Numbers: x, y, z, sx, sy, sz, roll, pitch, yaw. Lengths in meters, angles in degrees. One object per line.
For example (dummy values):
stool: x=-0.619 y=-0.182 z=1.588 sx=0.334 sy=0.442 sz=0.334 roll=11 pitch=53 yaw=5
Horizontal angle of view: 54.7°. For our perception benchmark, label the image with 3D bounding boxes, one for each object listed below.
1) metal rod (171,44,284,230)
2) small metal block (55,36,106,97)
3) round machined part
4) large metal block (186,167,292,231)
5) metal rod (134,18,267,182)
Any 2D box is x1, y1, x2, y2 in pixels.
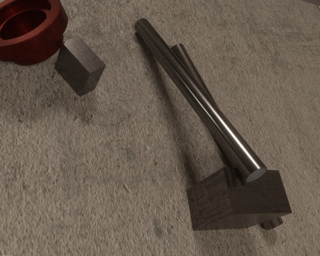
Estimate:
metal rod: x=0.089 y=0.001 z=0.452 sx=0.025 sy=0.025 sz=0.299 roll=-14 pitch=69 yaw=-34
small metal block: x=-0.099 y=-0.075 z=0.381 sx=0.050 sy=0.050 sz=0.025 roll=48 pitch=51 yaw=5
round machined part: x=-0.153 y=-0.111 z=0.359 sx=0.098 sy=0.042 sz=0.098 roll=-6 pitch=55 yaw=9
large metal block: x=0.090 y=0.086 z=0.366 sx=0.081 sy=0.080 sz=0.050 roll=7 pitch=59 yaw=-25
metal rod: x=0.036 y=-0.057 z=0.405 sx=0.025 sy=0.025 sz=0.300 roll=-7 pitch=48 yaw=-32
